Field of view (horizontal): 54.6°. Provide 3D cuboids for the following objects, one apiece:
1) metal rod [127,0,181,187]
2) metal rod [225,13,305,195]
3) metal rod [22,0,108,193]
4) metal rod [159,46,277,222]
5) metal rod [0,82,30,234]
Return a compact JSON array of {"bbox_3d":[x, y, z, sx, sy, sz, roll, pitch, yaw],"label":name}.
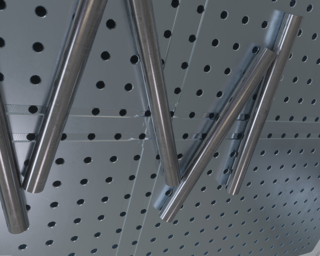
[{"bbox_3d":[-0.003,-0.040,0.383,0.025,0.025,0.298,-22,127,-15],"label":"metal rod"},{"bbox_3d":[0.154,-0.021,0.481,0.025,0.025,0.298,-3,120,-27],"label":"metal rod"},{"bbox_3d":[-0.093,-0.059,0.323,0.025,0.025,0.298,12,112,-33],"label":"metal rod"},{"bbox_3d":[0.079,0.019,0.465,0.025,0.025,0.299,18,109,-35],"label":"metal rod"},{"bbox_3d":[-0.168,-0.005,0.315,0.025,0.025,0.298,-10,123,-23],"label":"metal rod"}]
